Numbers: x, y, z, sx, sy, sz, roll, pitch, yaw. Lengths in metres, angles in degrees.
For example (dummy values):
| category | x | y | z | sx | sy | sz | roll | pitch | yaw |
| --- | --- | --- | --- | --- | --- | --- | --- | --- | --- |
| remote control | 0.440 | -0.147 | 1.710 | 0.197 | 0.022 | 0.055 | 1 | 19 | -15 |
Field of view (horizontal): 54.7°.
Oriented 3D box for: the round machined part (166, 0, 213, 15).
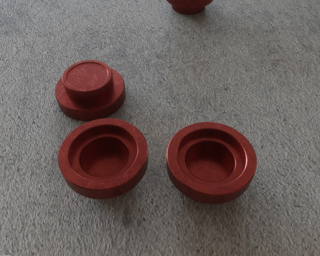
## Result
| category | x | y | z | sx | sy | sz | roll | pitch | yaw |
| --- | --- | --- | --- | --- | --- | --- | --- | --- | --- |
| round machined part | 0.057 | -0.260 | 0.611 | 0.099 | 0.042 | 0.098 | 0 | 50 | 0 |

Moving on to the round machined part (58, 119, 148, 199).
| category | x | y | z | sx | sy | sz | roll | pitch | yaw |
| --- | --- | --- | --- | --- | --- | --- | --- | --- | --- |
| round machined part | -0.063 | 0.039 | 0.359 | 0.099 | 0.042 | 0.098 | 0 | 50 | 0 |

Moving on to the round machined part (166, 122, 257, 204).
| category | x | y | z | sx | sy | sz | roll | pitch | yaw |
| --- | --- | --- | --- | --- | --- | --- | --- | --- | --- |
| round machined part | 0.057 | 0.043 | 0.356 | 0.099 | 0.042 | 0.098 | 0 | 50 | 0 |

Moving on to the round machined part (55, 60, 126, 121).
| category | x | y | z | sx | sy | sz | roll | pitch | yaw |
| --- | --- | --- | --- | --- | --- | --- | --- | --- | --- |
| round machined part | -0.100 | -0.060 | 0.442 | 0.099 | 0.042 | 0.098 | 0 | 50 | 0 |
